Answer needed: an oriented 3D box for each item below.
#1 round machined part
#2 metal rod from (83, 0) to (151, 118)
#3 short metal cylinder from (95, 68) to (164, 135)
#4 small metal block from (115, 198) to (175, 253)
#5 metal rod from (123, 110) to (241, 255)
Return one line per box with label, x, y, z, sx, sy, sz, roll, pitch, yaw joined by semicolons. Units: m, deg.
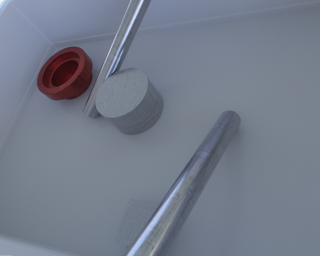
round machined part;-0.156;-0.087;0.528;0.098;0.042;0.098;-13;56;20
metal rod;-0.040;-0.143;0.421;0.025;0.025;0.298;48;119;39
short metal cylinder;-0.042;-0.037;0.433;0.080;0.050;0.080;-13;56;20
small metal block;-0.015;0.110;0.345;0.050;0.025;0.050;5;64;30
metal rod;0.016;0.061;0.256;0.025;0.025;0.302;3;30;29
